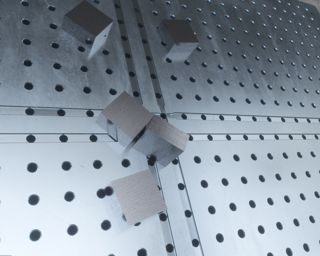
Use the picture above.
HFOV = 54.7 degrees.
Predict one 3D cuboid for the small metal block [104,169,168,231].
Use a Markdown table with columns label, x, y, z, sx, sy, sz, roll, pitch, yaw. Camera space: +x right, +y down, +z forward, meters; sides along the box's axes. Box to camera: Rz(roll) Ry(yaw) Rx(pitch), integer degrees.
| label | x | y | z | sx | sy | sz | roll | pitch | yaw |
| --- | --- | --- | --- | --- | --- | --- | --- | --- | --- |
| small metal block | -0.027 | 0.079 | 0.346 | 0.050 | 0.025 | 0.050 | -14 | 69 | -34 |

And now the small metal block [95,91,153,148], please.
| label | x | y | z | sx | sy | sz | roll | pitch | yaw |
| --- | --- | --- | --- | --- | --- | --- | --- | --- | --- |
| small metal block | -0.044 | -0.011 | 0.393 | 0.050 | 0.025 | 0.050 | 41 | 51 | -1 |

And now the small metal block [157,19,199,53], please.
| label | x | y | z | sx | sy | sz | roll | pitch | yaw |
| --- | --- | --- | --- | --- | --- | --- | --- | --- | --- |
| small metal block | 0.030 | -0.155 | 0.521 | 0.050 | 0.025 | 0.050 | -11 | 67 | -33 |

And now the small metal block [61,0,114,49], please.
| label | x | y | z | sx | sy | sz | roll | pitch | yaw |
| --- | --- | --- | --- | --- | --- | --- | --- | --- | --- |
| small metal block | -0.103 | -0.149 | 0.444 | 0.050 | 0.025 | 0.050 | 35 | 51 | -6 |

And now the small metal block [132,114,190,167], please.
| label | x | y | z | sx | sy | sz | roll | pitch | yaw |
| --- | --- | --- | --- | --- | --- | --- | --- | --- | --- |
| small metal block | 0.000 | 0.017 | 0.383 | 0.050 | 0.050 | 0.025 | 31 | 52 | -9 |
